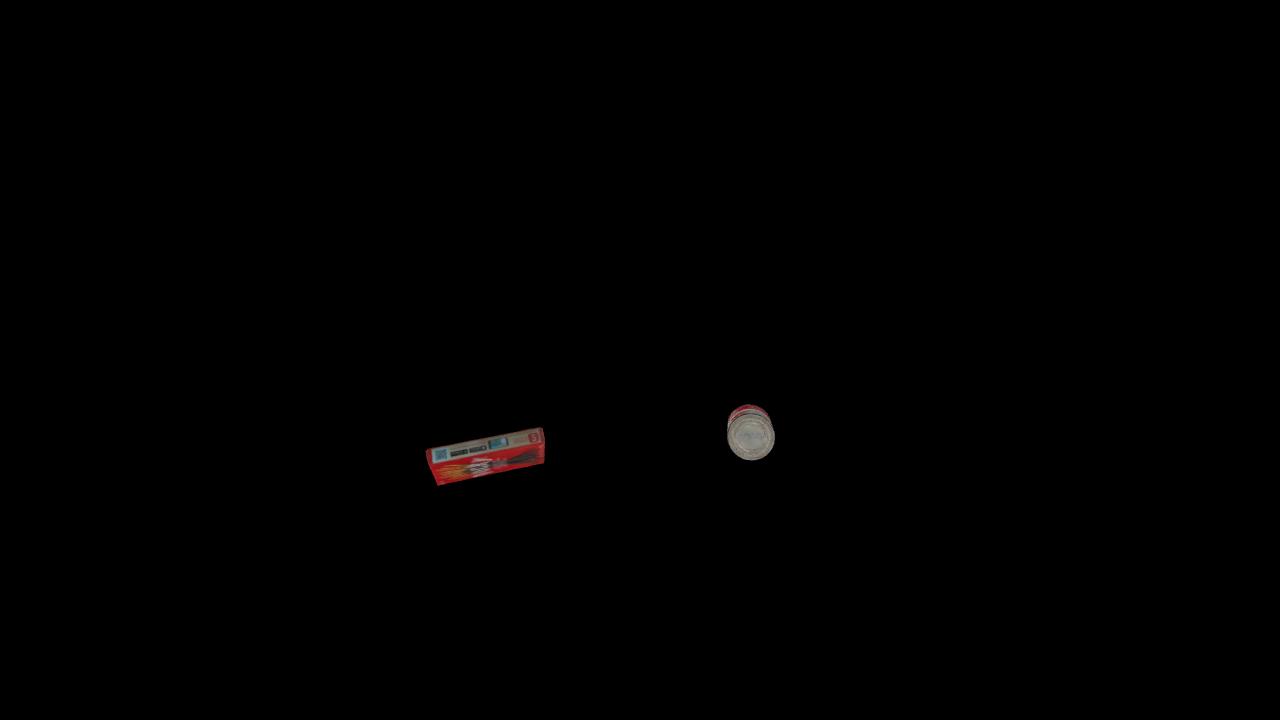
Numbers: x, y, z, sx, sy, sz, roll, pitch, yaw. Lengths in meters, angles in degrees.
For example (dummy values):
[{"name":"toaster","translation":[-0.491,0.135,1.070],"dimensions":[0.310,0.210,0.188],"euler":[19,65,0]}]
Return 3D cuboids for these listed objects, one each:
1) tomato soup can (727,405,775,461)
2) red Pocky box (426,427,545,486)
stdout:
[{"name":"tomato soup can","translation":[0.160,0.104,0.891],"dimensions":[0.068,0.068,0.101],"euler":[0,3,8]},{"name":"red Pocky box","translation":[-0.209,0.134,0.852],"dimensions":[0.155,0.028,0.083],"euler":[-10,-27,-14]}]
